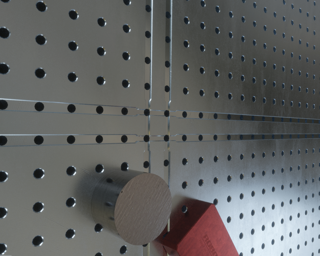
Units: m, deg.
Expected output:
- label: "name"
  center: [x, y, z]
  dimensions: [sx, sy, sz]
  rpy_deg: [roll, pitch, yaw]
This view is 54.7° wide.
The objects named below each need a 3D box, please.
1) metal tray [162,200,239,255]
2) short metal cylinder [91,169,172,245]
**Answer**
- label: "metal tray"
  center: [0.067, 0.185, 0.462]
  dimensions: [0.090, 0.030, 0.130]
  rpy_deg: [-41, 115, -32]
- label: "short metal cylinder"
  center: [-0.033, 0.090, 0.365]
  dimensions: [0.081, 0.050, 0.080]
  rpy_deg: [0, 90, -40]
